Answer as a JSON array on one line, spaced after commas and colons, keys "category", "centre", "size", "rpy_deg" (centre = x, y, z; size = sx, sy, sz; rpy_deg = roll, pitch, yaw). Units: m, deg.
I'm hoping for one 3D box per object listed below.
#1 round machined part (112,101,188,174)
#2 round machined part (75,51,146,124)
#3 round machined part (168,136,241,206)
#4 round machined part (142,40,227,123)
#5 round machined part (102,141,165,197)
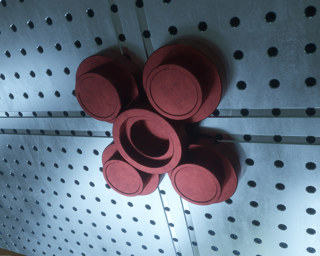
[{"category": "round machined part", "centre": [-0.009, 0.009, 0.407], "size": [0.098, 0.042, 0.097], "rpy_deg": [13, 124, 20]}, {"category": "round machined part", "centre": [-0.071, -0.047, 0.406], "size": [0.098, 0.042, 0.097], "rpy_deg": [13, 124, 20]}, {"category": "round machined part", "centre": [0.053, 0.063, 0.409], "size": [0.098, 0.042, 0.097], "rpy_deg": [13, 124, 20]}, {"category": "round machined part", "centre": [0.023, -0.048, 0.357], "size": [0.098, 0.042, 0.097], "rpy_deg": [13, 124, 20]}, {"category": "round machined part", "centre": [-0.046, 0.064, 0.462], "size": [0.098, 0.042, 0.097], "rpy_deg": [13, 124, 20]}]
